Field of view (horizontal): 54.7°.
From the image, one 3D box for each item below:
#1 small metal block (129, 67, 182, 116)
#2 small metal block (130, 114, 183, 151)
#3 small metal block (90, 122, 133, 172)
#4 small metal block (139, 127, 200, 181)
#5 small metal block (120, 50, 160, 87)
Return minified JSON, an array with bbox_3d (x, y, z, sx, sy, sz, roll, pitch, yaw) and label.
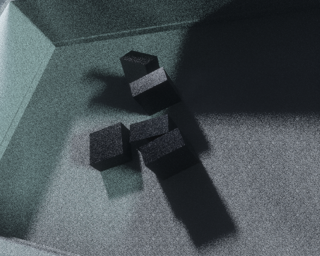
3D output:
[{"bbox_3d":[-0.005,-0.048,0.421,0.050,0.050,0.025,-25,53,12],"label":"small metal block"},{"bbox_3d":[-0.003,0.012,0.383,0.050,0.050,0.025,-15,56,19],"label":"small metal block"},{"bbox_3d":[-0.068,0.026,0.424,0.050,0.025,0.050,-20,54,16],"label":"small metal block"},{"bbox_3d":[0.012,0.032,0.363,0.050,0.050,0.025,-28,53,10],"label":"small metal block"},{"bbox_3d":[-0.026,-0.080,0.447,0.050,0.050,0.025,22,53,36],"label":"small metal block"}]
